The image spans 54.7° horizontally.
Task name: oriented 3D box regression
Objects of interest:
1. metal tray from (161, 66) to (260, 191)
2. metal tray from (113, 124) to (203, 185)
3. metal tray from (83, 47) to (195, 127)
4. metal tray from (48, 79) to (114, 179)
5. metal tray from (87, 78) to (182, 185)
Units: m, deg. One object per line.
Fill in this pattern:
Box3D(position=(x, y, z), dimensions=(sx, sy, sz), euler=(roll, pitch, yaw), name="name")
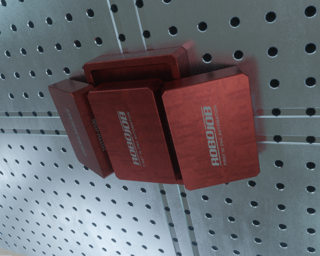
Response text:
Box3D(position=(0.059, 0.004, 0.354), dimensions=(0.090, 0.030, 0.129), euler=(-13, 115, 3), name="metal tray")
Box3D(position=(-0.004, 0.031, 0.429), dimensions=(0.130, 0.030, 0.089), euler=(0, 119, 27), name="metal tray")
Box3D(position=(-0.025, -0.048, 0.390), dimensions=(0.130, 0.030, 0.089), euler=(0, 119, 27), name="metal tray")
Box3D(position=(-0.106, 0.000, 0.438), dimensions=(0.090, 0.030, 0.129), euler=(19, 131, 49), name="metal tray")
Box3D(position=(-0.028, 0.007, 0.386), dimensions=(0.090, 0.030, 0.129), euler=(0, 118, 28), name="metal tray")
